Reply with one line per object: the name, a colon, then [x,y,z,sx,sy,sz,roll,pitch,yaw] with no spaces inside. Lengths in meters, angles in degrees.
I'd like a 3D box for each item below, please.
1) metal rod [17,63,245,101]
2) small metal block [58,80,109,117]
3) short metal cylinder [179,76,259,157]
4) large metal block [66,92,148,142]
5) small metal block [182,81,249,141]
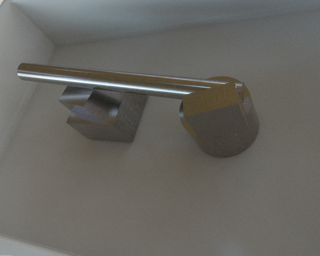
metal rod: [-0.053,-0.056,0.374,0.301,0.025,0.025,9,66,23]
small metal block: [-0.101,-0.047,0.419,0.050,0.025,0.050,14,68,33]
short metal cylinder: [0.069,-0.013,0.358,0.080,0.050,0.080,-13,56,20]
large metal block: [-0.073,-0.029,0.440,0.080,0.050,0.080,3,63,29]
small metal block: [0.055,-0.014,0.301,0.050,0.050,0.025,-14,56,20]
